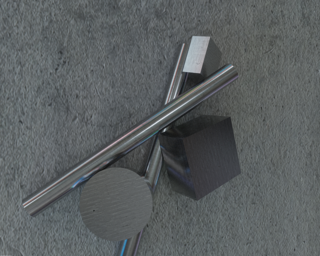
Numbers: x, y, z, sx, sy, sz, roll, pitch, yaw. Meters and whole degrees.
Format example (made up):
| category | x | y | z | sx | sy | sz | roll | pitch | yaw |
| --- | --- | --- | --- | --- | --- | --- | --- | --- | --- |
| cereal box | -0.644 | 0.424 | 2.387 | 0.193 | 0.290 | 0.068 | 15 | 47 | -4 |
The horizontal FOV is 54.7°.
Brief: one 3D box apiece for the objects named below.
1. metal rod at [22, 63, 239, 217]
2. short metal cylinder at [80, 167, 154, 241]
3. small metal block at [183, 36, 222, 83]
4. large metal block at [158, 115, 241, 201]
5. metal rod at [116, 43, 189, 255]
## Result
| category | x | y | z | sx | sy | sz | roll | pitch | yaw |
| --- | --- | --- | --- | --- | --- | --- | --- | --- | --- |
| metal rod | -0.028 | 0.009 | 0.382 | 0.301 | 0.025 | 0.025 | -34 | 102 | -10 |
| short metal cylinder | -0.048 | 0.086 | 0.366 | 0.080 | 0.050 | 0.080 | 0 | 84 | 0 |
| small metal block | 0.058 | -0.089 | 0.419 | 0.050 | 0.025 | 0.050 | 25 | 79 | -59 |
| large metal block | 0.053 | 0.034 | 0.401 | 0.081 | 0.050 | 0.080 | -23 | 107 | -31 |
| metal rod | -0.004 | 0.033 | 0.408 | 0.025 | 0.025 | 0.299 | 18 | 84 | -19 |
